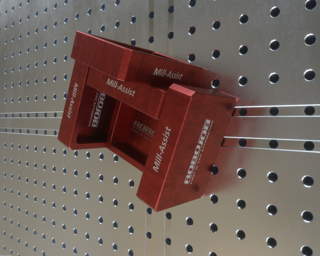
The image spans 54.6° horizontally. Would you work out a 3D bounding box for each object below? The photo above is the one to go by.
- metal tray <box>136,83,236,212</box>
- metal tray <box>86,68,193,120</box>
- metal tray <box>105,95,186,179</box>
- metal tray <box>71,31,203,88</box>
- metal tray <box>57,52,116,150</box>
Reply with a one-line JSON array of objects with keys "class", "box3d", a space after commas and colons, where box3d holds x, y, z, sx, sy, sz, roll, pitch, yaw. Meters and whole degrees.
[{"class": "metal tray", "box3d": [0.031, 0.021, 0.342, 0.030, 0.091, 0.129, 27, 107, 37]}, {"class": "metal tray", "box3d": [-0.015, -0.046, 0.380, 0.130, 0.091, 0.030, 28, 108, 36]}, {"class": "metal tray", "box3d": [-0.013, 0.010, 0.417, 0.130, 0.030, 0.089, 28, 107, 36]}, {"class": "metal tray", "box3d": [-0.022, -0.075, 0.360, 0.090, 0.131, 0.030, 28, 108, 36]}, {"class": "metal tray", "box3d": [-0.085, -0.036, 0.438, 0.030, 0.091, 0.129, 27, 107, 36]}]
